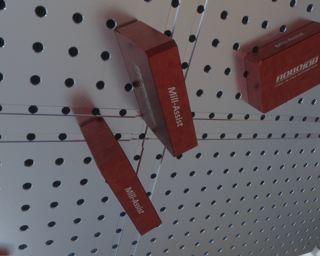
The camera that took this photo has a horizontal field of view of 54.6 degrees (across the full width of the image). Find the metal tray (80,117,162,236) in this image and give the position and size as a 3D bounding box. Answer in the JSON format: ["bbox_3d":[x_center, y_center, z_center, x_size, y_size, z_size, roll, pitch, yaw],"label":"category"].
[{"bbox_3d":[-0.046,0.060,0.379,0.030,0.090,0.130,-29,128,-10],"label":"metal tray"}]

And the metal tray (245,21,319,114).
[{"bbox_3d":[0.191,-0.088,0.457,0.131,0.030,0.090,-27,128,-11],"label":"metal tray"}]

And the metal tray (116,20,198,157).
[{"bbox_3d":[-0.003,-0.042,0.340,0.030,0.090,0.129,-26,128,-12],"label":"metal tray"}]
